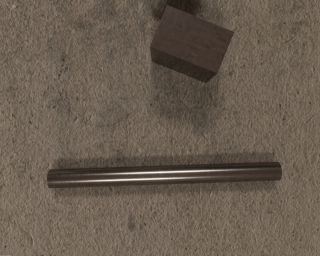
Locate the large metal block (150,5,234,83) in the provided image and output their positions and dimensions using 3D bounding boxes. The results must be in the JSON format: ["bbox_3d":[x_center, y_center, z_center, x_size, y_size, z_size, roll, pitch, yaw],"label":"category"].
[{"bbox_3d":[0.036,-0.099,0.383,0.080,0.080,0.050,22,90,-1],"label":"large metal block"}]

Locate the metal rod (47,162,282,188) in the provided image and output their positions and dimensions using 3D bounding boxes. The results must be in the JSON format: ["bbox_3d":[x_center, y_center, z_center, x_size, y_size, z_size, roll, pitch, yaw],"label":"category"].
[{"bbox_3d":[0.007,0.062,0.410,0.302,0.025,0.025,-2,90,-1],"label":"metal rod"}]
